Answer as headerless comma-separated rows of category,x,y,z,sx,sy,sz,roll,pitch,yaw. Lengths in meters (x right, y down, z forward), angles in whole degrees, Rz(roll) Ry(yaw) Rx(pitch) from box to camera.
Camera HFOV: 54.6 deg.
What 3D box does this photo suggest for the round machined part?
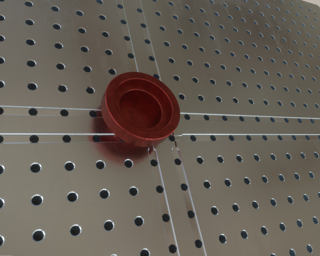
round machined part,-0.027,-0.020,0.394,0.099,0.042,0.098,13,56,-21
